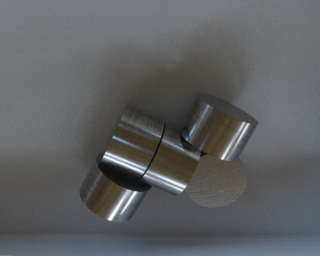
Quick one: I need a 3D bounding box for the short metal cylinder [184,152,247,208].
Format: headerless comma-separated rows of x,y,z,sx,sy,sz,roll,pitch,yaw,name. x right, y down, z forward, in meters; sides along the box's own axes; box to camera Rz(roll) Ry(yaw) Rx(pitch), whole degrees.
0.071,0.059,0.419,0.081,0.050,0.079,0,110,-1,short metal cylinder

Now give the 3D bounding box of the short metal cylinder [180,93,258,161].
0.071,-0.003,0.380,0.080,0.080,0.050,22,109,-8,short metal cylinder

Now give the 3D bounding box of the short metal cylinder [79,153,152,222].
-0.057,0.075,0.407,0.080,0.080,0.050,28,108,-10,short metal cylinder

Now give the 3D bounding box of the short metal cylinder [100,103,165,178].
-0.034,0.016,0.386,0.050,0.080,0.080,24,108,-9,short metal cylinder

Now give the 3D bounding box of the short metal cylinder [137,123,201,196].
0.011,0.039,0.396,0.050,0.080,0.080,25,108,-9,short metal cylinder
